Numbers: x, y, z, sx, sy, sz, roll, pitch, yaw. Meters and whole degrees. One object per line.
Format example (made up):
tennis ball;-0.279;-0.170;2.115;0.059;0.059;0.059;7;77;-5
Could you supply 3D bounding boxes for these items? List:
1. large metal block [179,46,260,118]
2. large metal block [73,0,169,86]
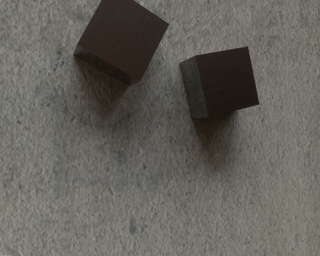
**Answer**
large metal block;0.081;-0.062;0.427;0.081;0.050;0.080;-14;95;-20
large metal block;-0.048;-0.108;0.379;0.080;0.050;0.080;28;81;-18
